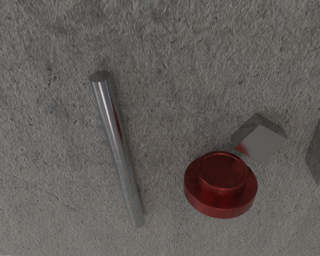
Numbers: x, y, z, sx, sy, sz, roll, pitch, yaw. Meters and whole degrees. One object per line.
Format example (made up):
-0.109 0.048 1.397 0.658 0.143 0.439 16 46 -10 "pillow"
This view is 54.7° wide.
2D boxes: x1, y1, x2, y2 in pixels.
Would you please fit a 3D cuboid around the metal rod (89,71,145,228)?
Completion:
-0.054 0.054 0.452 0.025 0.025 0.298 -5 130 4 "metal rod"

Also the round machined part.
0.082 0.069 0.419 0.099 0.098 0.042 0 130 0 "round machined part"

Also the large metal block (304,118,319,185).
0.256 0.032 0.421 0.080 0.050 0.079 -2 130 1 "large metal block"

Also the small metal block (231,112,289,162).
0.134 0.014 0.420 0.050 0.025 0.050 25 126 -20 "small metal block"
